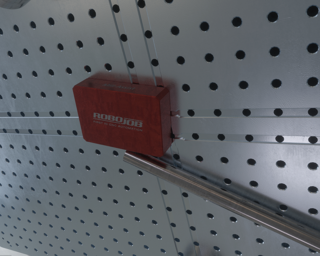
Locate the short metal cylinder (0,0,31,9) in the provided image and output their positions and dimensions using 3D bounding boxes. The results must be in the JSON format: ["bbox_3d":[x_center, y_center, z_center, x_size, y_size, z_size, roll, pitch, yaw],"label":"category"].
[{"bbox_3d":[-0.172,-0.185,0.352,0.050,0.080,0.080,-17,109,35],"label":"short metal cylinder"}]

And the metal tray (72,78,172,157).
[{"bbox_3d":[-0.051,-0.015,0.425,0.130,0.030,0.089,10,123,22],"label":"metal tray"}]

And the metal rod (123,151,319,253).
[{"bbox_3d":[0.086,0.095,0.424,0.301,0.025,0.025,23,127,14],"label":"metal rod"}]
